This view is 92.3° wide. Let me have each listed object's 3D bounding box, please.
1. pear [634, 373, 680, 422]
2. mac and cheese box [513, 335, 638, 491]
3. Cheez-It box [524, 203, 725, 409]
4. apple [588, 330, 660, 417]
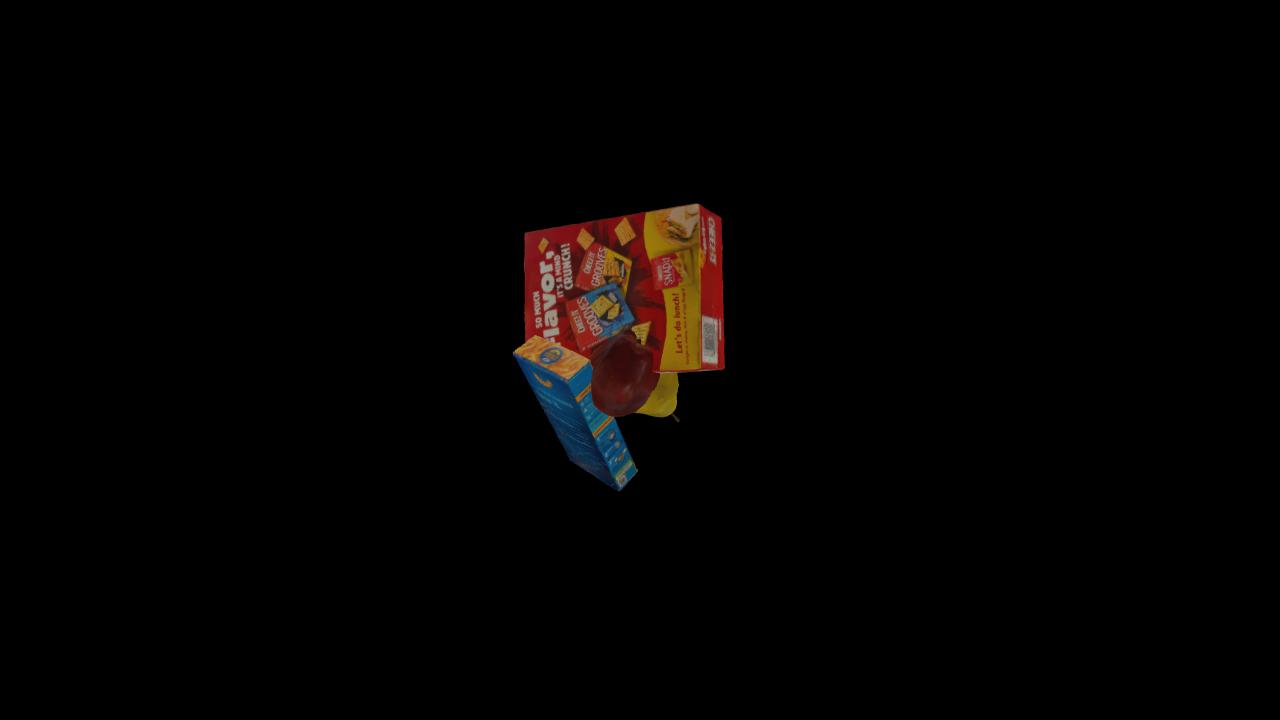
[{"bbox_3d":[0.011,0.034,0.678,0.080,0.080,0.111,0,-30,25],"label":"pear"},{"bbox_3d":[-0.068,0.062,0.685,0.093,0.184,0.041,25,57,39],"label":"mac and cheese box"},{"bbox_3d":[-0.022,-0.066,0.667,0.223,0.166,0.071,-3,-4,29],"label":"Cheez-It box"},{"bbox_3d":[-0.018,0.015,0.635,0.079,0.093,0.079,24,30,-15],"label":"apple"}]
